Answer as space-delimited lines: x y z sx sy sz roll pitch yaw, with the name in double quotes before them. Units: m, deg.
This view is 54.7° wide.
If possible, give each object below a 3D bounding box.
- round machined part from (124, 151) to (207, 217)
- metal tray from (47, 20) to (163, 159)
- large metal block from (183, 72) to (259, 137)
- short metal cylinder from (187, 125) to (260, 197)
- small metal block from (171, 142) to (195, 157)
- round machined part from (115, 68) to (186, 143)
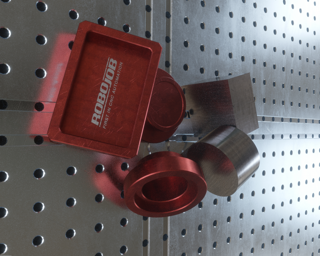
"round machined part" 0.005 0.065 0.379 0.098 0.098 0.042 33 30 -35
"metal tray" -0.056 -0.039 0.332 0.091 0.030 0.129 15 80 -10
"large metal block" 0.087 -0.031 0.446 0.050 0.080 0.080 -22 104 -38
"short metal cylinder" 0.083 0.043 0.410 0.050 0.080 0.080 -32 110 -35
"small metal block" 0.033 0.054 0.436 0.050 0.025 0.050 -36 112 -34
"round machined part" -0.005 -0.029 0.393 0.099 0.042 0.097 0 90 -40
